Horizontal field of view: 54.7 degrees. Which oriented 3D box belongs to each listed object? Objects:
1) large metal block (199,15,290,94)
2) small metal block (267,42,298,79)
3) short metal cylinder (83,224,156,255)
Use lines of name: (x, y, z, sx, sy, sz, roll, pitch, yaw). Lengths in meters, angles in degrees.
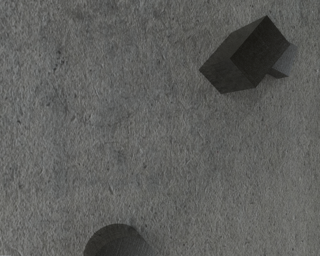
large metal block: (0.112, -0.096, 0.423, 0.050, 0.080, 0.080, 44, 76, -15)
small metal block: (0.178, -0.110, 0.476, 0.050, 0.025, 0.050, 21, 83, -19)
short metal cylinder: (-0.050, 0.164, 0.378, 0.081, 0.050, 0.079, 0, 90, -21)
